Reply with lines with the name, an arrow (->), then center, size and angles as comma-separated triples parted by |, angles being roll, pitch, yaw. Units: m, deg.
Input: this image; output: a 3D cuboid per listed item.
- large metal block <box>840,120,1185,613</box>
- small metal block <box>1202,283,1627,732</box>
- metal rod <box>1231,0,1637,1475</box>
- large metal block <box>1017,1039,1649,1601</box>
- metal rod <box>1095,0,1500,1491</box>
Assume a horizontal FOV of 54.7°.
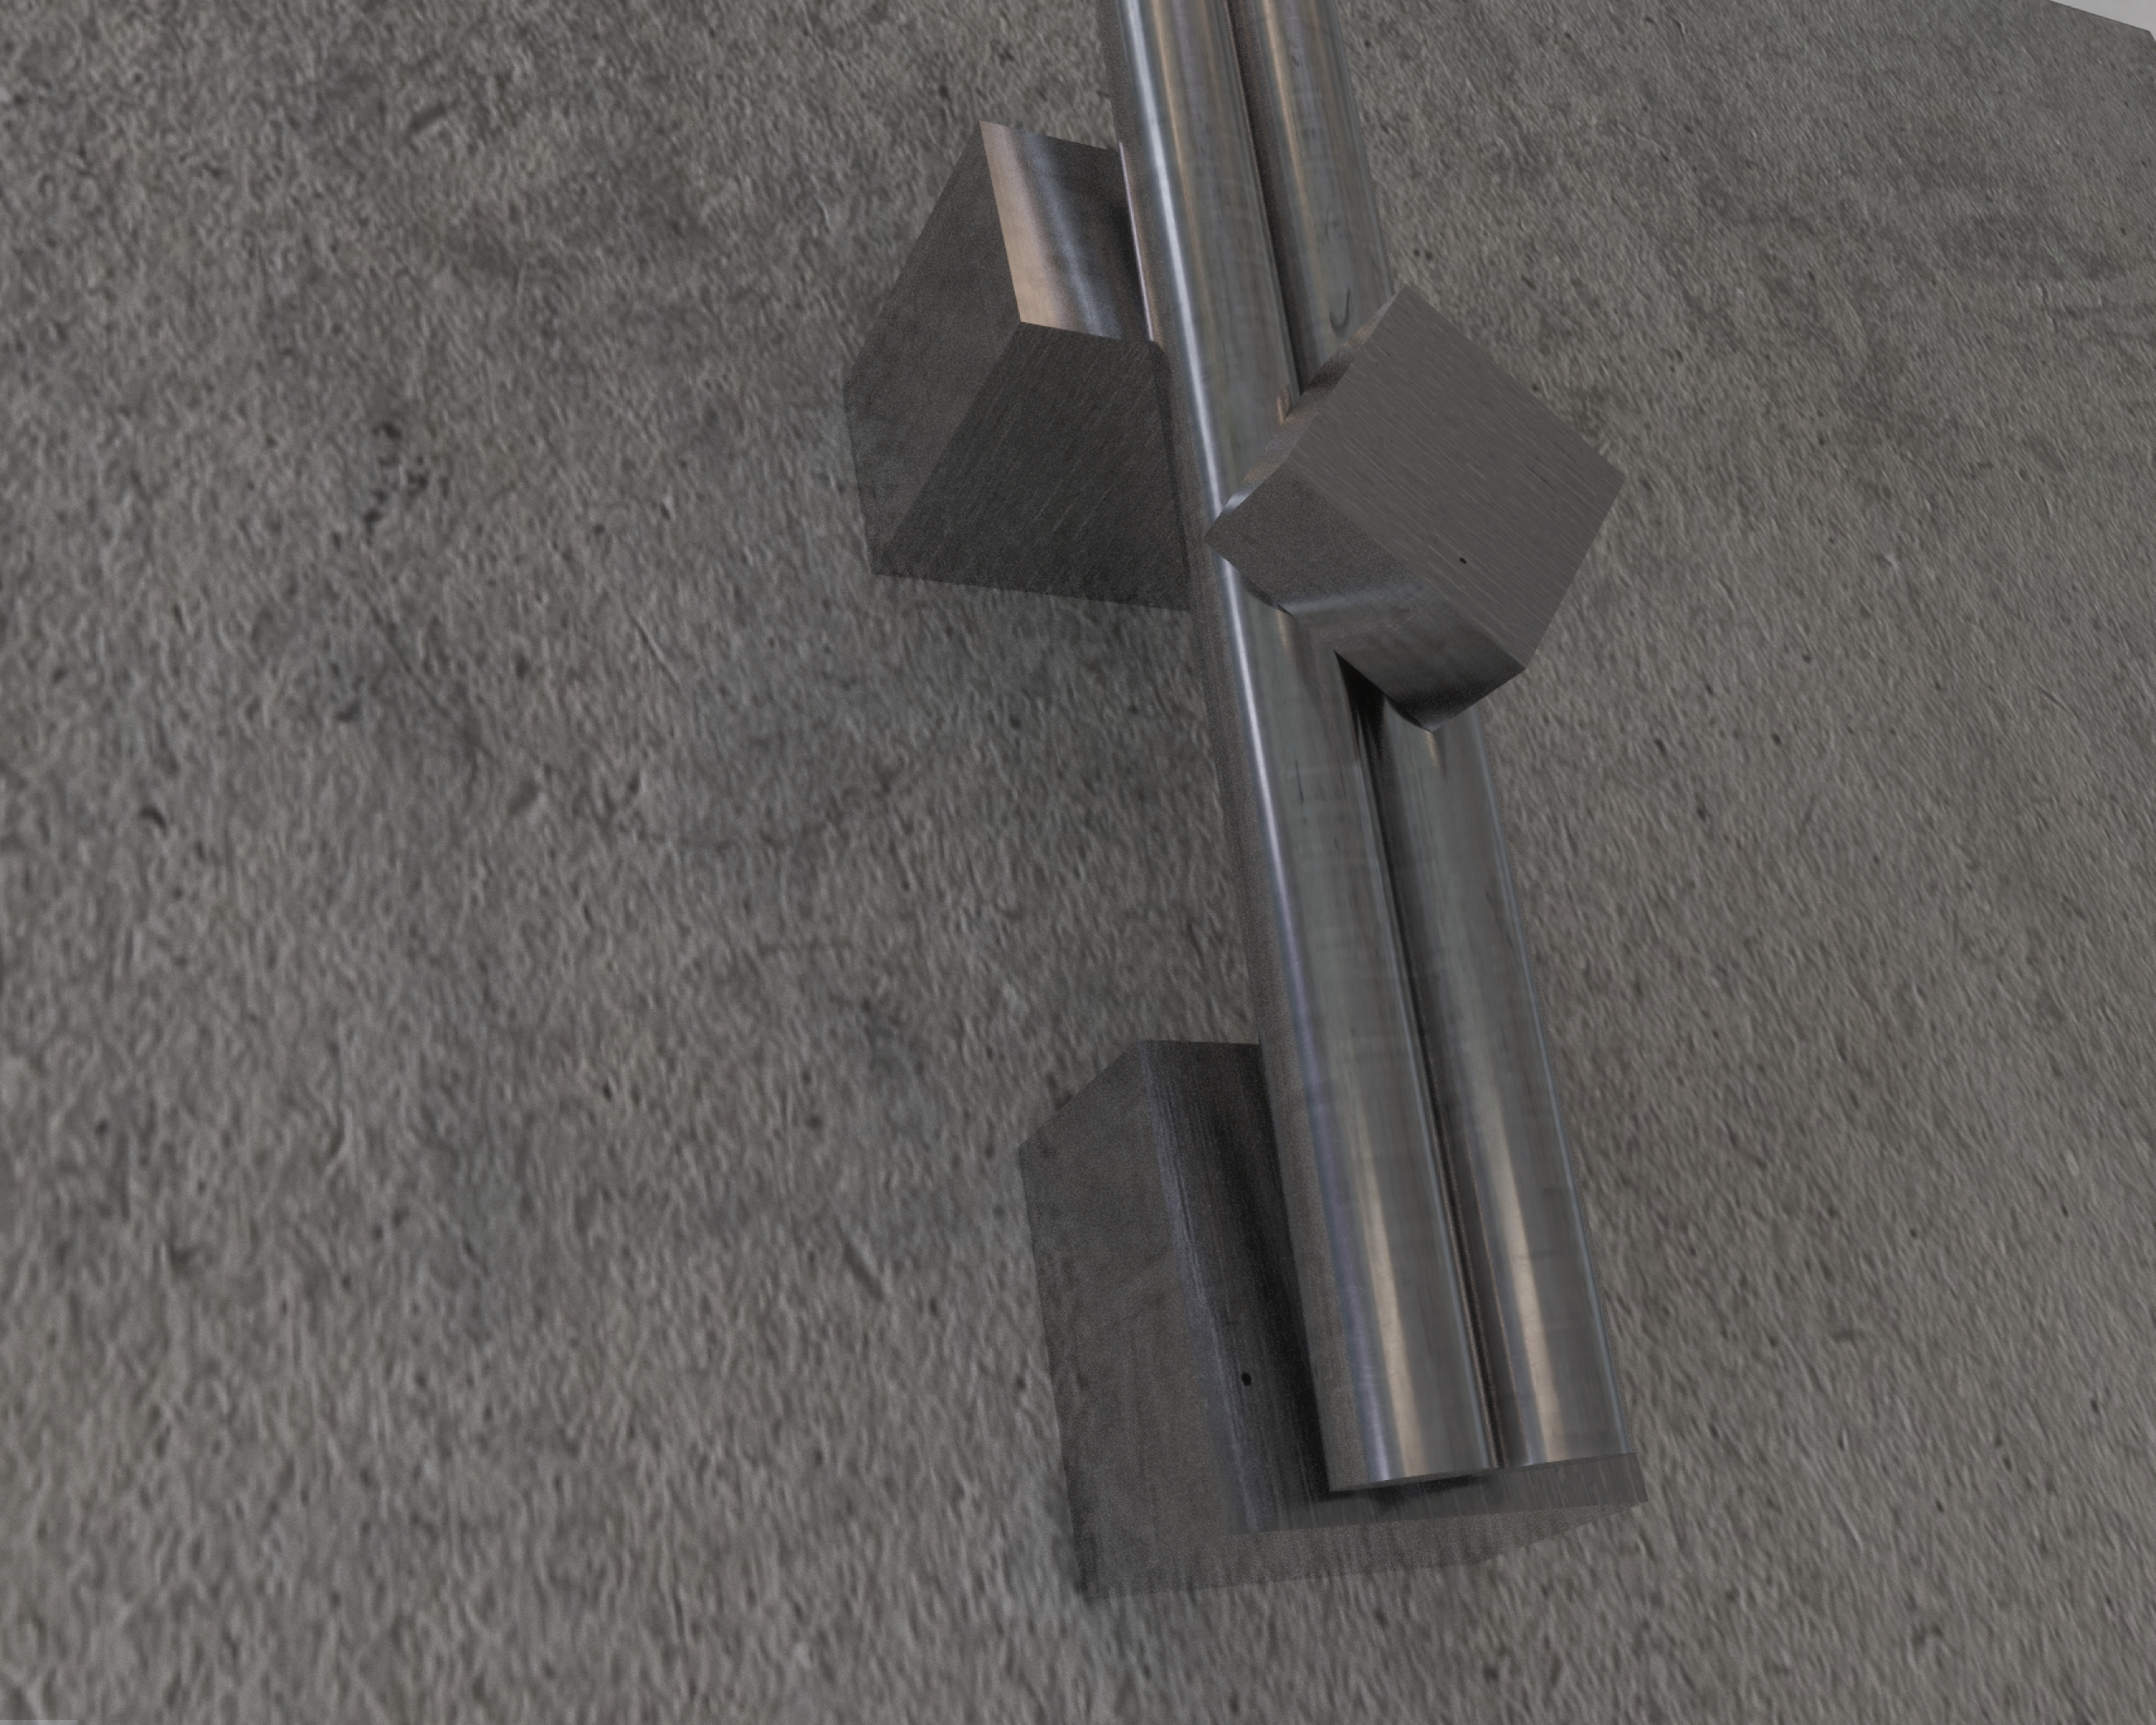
large metal block -> 0.005, -0.098, 0.432 | 0.081, 0.080, 0.050 | 3, 61, -27
small metal block -> 0.057, -0.059, 0.346 | 0.050, 0.025, 0.050 | 39, 56, -9
metal rod -> 0.055, -0.047, 0.370 | 0.025, 0.025, 0.299 | 3, 67, -27
large metal block -> 0.041, 0.079, 0.362 | 0.081, 0.050, 0.080 | 5, 60, -26
metal rod -> 0.031, -0.048, 0.358 | 0.025, 0.025, 0.299 | 3, 67, -27
